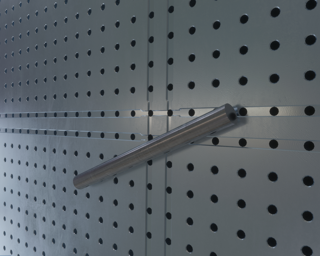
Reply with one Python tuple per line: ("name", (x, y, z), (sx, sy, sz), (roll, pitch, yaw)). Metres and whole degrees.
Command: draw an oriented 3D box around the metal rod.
("metal rod", (-0.028, 0.038, 0.433), (0.299, 0.025, 0.025), (-27, 73, 37))
